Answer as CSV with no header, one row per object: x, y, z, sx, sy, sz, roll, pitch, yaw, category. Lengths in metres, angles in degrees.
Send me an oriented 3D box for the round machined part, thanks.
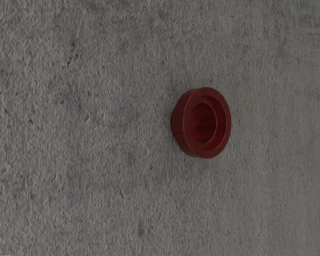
0.053,-0.007,0.437,0.099,0.042,0.097,0,90,-40,round machined part
